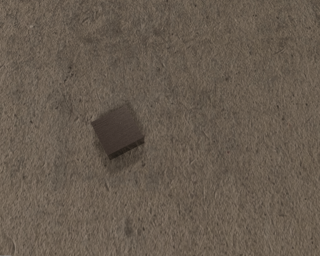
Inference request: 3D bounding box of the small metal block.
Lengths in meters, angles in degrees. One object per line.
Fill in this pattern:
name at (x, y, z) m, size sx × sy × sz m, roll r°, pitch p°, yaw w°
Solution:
small metal block at (-0.055, 0.006, 0.405) m, size 0.050 × 0.025 × 0.050 m, roll -27°, pitch 73°, yaw -10°
